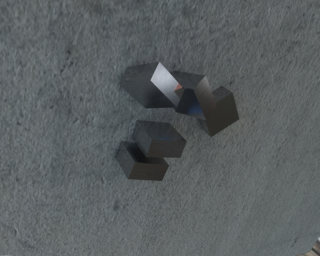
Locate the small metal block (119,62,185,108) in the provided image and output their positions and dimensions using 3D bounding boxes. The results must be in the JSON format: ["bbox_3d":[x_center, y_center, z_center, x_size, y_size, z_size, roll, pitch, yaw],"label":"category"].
[{"bbox_3d":[-0.009,-0.047,0.354,0.050,0.050,0.025,42,62,-40],"label":"small metal block"}]

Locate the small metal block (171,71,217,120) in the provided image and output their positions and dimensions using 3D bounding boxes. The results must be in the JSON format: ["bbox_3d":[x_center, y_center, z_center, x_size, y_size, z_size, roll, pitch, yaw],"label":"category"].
[{"bbox_3d":[0.037,-0.041,0.383,0.025,0.050,0.050,-49,133,-23],"label":"small metal block"}]

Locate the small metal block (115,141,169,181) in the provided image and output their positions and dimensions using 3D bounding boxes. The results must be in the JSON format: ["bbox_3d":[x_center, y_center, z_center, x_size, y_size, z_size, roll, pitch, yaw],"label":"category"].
[{"bbox_3d":[-0.024,0.043,0.406,0.050,0.050,0.025,10,114,-33],"label":"small metal block"}]

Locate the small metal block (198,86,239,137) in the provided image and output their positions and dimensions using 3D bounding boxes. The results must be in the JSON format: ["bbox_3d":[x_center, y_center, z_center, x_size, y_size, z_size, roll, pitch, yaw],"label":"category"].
[{"bbox_3d":[0.080,-0.023,0.438,0.050,0.025,0.050,-32,129,-8],"label":"small metal block"}]

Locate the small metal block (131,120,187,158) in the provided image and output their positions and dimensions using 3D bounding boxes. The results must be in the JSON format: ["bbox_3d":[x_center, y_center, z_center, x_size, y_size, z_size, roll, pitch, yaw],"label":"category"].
[{"bbox_3d":[-0.002,0.014,0.400,0.050,0.050,0.025,4,116,-31],"label":"small metal block"}]
